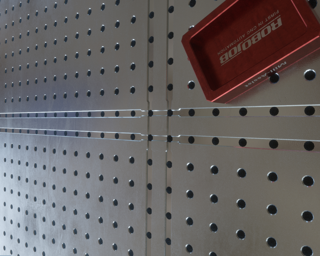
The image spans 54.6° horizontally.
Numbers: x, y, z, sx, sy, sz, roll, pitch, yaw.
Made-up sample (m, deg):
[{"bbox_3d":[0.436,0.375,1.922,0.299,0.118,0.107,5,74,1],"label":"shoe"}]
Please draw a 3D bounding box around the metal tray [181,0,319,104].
[{"bbox_3d":[0.092,-0.095,0.330,0.130,0.030,0.090,-32,70,35],"label":"metal tray"}]
